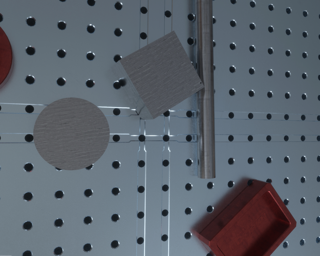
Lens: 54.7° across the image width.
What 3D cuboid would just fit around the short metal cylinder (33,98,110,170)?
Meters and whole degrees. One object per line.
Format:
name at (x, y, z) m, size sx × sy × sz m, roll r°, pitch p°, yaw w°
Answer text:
short metal cylinder at (-0.104, 0.006, 0.362) m, size 0.081 × 0.050 × 0.079 m, roll 0°, pitch 90°, yaw -20°

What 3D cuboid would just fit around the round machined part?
round machined part at (-0.210, -0.080, 0.326) m, size 0.099 × 0.042 × 0.097 m, roll 0°, pitch 90°, yaw -20°

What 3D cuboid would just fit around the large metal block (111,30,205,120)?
large metal block at (-0.004, -0.065, 0.399) m, size 0.080 × 0.050 × 0.080 m, roll -33°, pitch 101°, yaw -17°

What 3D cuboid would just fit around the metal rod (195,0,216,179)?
metal rod at (0.063, -0.079, 0.437) m, size 0.025 × 0.025 × 0.298 m, roll -1°, pitch 91°, yaw -20°

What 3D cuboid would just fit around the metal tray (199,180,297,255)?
metal tray at (0.133, 0.152, 0.461) m, size 0.131 × 0.030 × 0.090 m, roll -39°, pitch 103°, yaw -16°
